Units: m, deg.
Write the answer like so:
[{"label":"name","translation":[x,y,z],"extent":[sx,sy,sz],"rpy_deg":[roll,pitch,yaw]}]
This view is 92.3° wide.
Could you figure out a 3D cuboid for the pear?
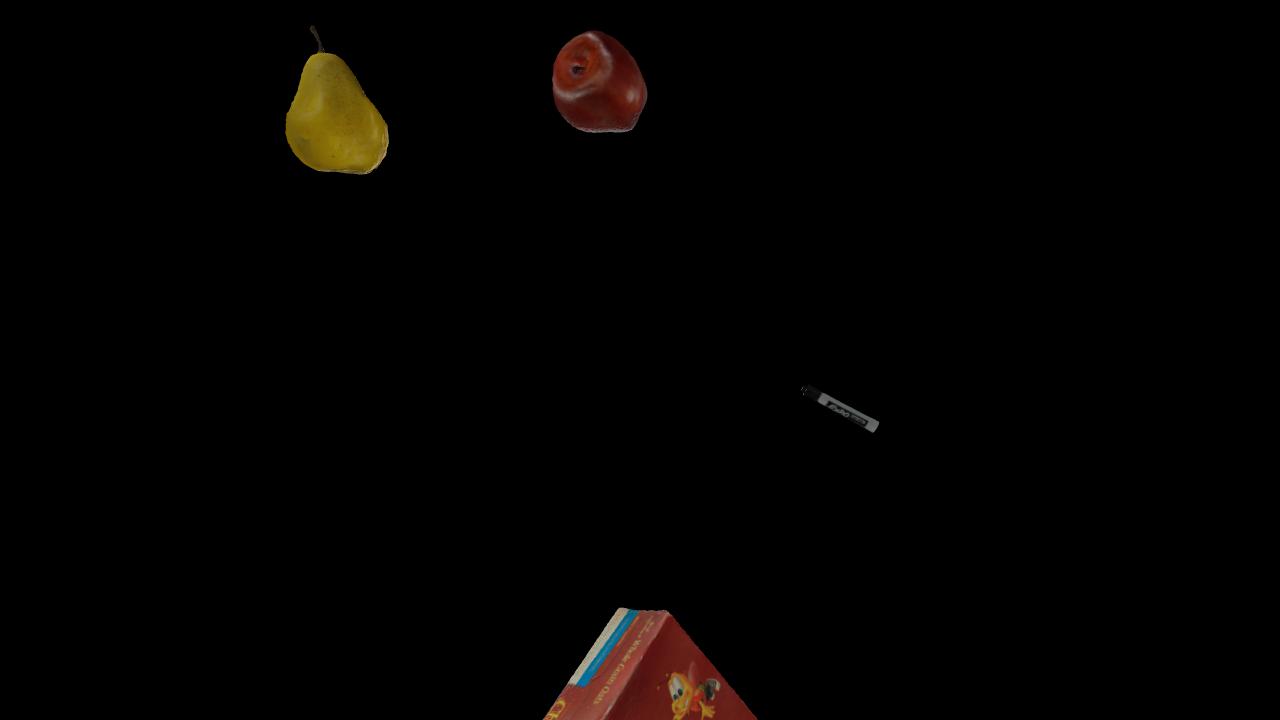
[{"label":"pear","translation":[-0.256,-0.216,0.520],"extent":[0.080,0.111,0.080],"rpy_deg":[3,13,-1]}]

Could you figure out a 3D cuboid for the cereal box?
[{"label":"cereal box","translation":[0.036,0.369,0.457],"extent":[0.081,0.306,0.203],"rpy_deg":[-25,18,49]}]

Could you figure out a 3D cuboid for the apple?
[{"label":"apple","translation":[-0.035,-0.237,0.538],"extent":[0.079,0.079,0.093],"rpy_deg":[0,-2,26]}]

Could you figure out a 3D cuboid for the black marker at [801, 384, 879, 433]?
[{"label":"black marker","translation":[0.299,0.071,0.924],"extent":[0.121,0.020,0.020],"rpy_deg":[30,6,11]}]
